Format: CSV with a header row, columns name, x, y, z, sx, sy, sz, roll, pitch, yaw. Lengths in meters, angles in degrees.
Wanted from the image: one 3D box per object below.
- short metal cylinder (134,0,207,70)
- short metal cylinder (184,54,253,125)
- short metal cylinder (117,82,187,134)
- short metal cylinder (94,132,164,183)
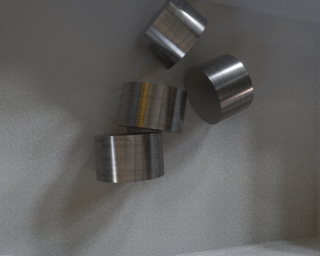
name,x,y,z,sx,sy,sz,roll,pitch,yaw
short metal cylinder,0.012,-0.120,0.385,0.050,0.080,0.080,37,78,-16
short metal cylinder,0.075,-0.051,0.409,0.050,0.080,0.080,-26,99,-18
short metal cylinder,-0.010,-0.023,0.378,0.081,0.080,0.050,9,87,-20
short metal cylinder,-0.036,0.032,0.368,0.081,0.080,0.050,-4,92,-20
